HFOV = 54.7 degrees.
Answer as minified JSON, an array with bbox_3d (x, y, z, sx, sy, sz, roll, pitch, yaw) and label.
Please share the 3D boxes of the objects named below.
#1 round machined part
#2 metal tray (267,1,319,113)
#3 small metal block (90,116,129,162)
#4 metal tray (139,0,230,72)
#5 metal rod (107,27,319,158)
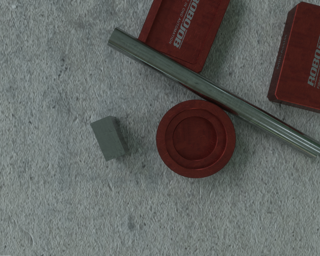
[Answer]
[{"bbox_3d":[0.045,0.013,0.402,0.099,0.042,0.097,0,91,0],"label":"round machined part"},{"bbox_3d":[0.205,-0.090,0.410,0.091,0.030,0.129,14,90,-1],"label":"metal tray"},{"bbox_3d":[-0.063,0.013,0.397,0.025,0.050,0.050,-23,90,0],"label":"small metal block"},{"bbox_3d":[0.033,-0.144,0.407,0.090,0.030,0.129,22,90,-1],"label":"metal tray"},{"bbox_3d":[0.075,-0.040,0.392,0.301,0.025,0.025,28,90,-8],"label":"metal rod"}]
